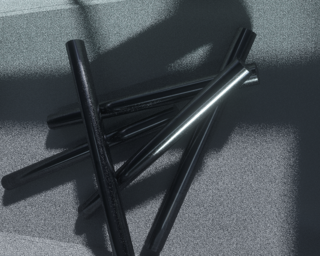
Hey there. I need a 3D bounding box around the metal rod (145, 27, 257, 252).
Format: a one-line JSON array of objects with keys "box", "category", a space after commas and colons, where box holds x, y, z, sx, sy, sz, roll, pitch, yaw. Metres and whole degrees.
[{"box": [0.048, 0.020, 0.392, 0.025, 0.025, 0.298, 25, 98, 18], "category": "metal rod"}]

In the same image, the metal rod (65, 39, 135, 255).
[{"box": [-0.077, 0.028, 0.395, 0.025, 0.025, 0.299, -18, 80, 19], "category": "metal rod"}]

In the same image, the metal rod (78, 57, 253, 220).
[{"box": [-0.010, 0.029, 0.383, 0.299, 0.025, 0.025, -44, 77, 26], "category": "metal rod"}]

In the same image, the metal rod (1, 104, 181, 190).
[{"box": [-0.110, 0.034, 0.447, 0.300, 0.025, 0.025, -22, 83, 18], "category": "metal rod"}]

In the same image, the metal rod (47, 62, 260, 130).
[{"box": [-0.027, -0.035, 0.403, 0.300, 0.025, 0.025, -11, 87, 25], "category": "metal rod"}]
